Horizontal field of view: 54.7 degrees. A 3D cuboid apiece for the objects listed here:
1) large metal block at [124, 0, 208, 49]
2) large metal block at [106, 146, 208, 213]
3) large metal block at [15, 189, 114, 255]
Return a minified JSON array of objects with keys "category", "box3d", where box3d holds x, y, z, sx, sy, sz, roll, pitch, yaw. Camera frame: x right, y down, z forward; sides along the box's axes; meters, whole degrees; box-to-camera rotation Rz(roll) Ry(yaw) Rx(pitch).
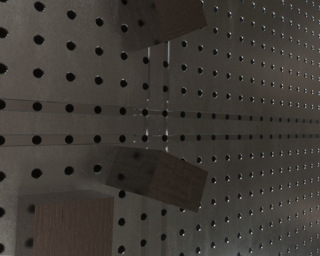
[{"category":"large metal block","box3d":[0.007,-0.156,0.400,0.081,0.050,0.080,-32,110,-36]},{"category":"large metal block","box3d":[-0.003,0.061,0.373,0.080,0.080,0.050,28,73,-37]},{"category":"large metal block","box3d":[-0.096,0.109,0.314,0.081,0.050,0.080,4,88,-40]}]
